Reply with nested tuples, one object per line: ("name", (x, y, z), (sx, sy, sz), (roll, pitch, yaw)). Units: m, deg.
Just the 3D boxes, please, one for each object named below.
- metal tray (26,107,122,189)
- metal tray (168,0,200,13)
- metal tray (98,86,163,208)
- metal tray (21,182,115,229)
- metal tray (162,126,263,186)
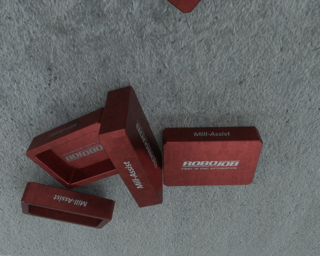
("metal tray", (-0.102, 0.033, 0.422), (0.130, 0.030, 0.090), (-21, 128, 23))
("metal tray", (0.001, -0.172, 0.257), (0.131, 0.030, 0.090), (30, 124, -23))
("metal tray", (-0.030, 0.025, 0.385), (0.030, 0.090, 0.129), (-14, 129, 11))
("metal tray", (-0.146, 0.125, 0.488), (0.131, 0.030, 0.090), (16, 150, -14))
("metal tray", (0.070, 0.042, 0.440), (0.131, 0.030, 0.089), (-1, 130, 0))
